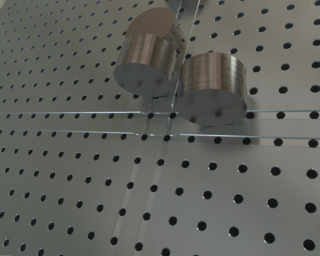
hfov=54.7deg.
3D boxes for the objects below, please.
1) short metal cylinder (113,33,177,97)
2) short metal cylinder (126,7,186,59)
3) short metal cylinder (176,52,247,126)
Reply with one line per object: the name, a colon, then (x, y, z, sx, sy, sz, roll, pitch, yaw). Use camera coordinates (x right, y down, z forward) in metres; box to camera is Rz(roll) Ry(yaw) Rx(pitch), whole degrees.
short metal cylinder: (-0.020, -0.086, 0.436, 0.080, 0.080, 0.050, -1, 61, 27)
short metal cylinder: (-0.006, -0.139, 0.481, 0.080, 0.050, 0.080, -13, 56, 21)
short metal cylinder: (0.061, -0.043, 0.367, 0.080, 0.080, 0.050, -7, 59, 25)
